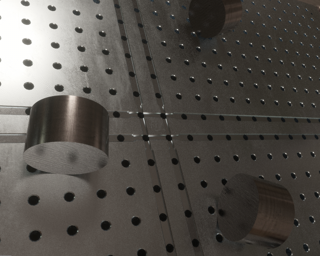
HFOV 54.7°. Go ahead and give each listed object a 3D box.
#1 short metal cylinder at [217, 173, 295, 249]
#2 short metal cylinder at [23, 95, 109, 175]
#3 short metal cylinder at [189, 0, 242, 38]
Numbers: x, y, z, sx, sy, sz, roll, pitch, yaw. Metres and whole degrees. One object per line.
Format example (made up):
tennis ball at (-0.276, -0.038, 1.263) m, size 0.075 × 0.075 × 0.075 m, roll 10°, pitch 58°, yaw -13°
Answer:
short metal cylinder at (0.113, 0.100, 0.375) m, size 0.050 × 0.080 × 0.080 m, roll 18°, pitch 55°, yaw -18°
short metal cylinder at (-0.093, 0.010, 0.317) m, size 0.081 × 0.080 × 0.050 m, roll 10°, pitch 58°, yaw -24°
short metal cylinder at (0.098, -0.206, 0.554) m, size 0.050 × 0.080 × 0.080 m, roll -27°, pitch 77°, yaw -37°
